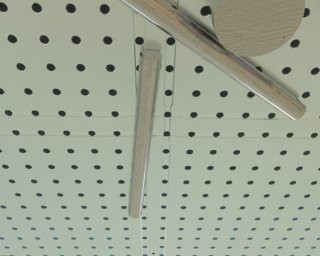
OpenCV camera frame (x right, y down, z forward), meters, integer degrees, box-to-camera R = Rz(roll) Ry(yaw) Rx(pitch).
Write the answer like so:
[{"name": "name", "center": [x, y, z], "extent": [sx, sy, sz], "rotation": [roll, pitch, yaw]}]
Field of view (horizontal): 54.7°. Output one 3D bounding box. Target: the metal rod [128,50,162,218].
[{"name": "metal rod", "center": [-0.027, 0.032, 0.438], "extent": [0.025, 0.025, 0.298], "rotation": [5, 130, -5]}]

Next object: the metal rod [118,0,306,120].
[{"name": "metal rod", "center": [0.053, -0.087, 0.338], "extent": [0.301, 0.025, 0.025], "rotation": [28, 124, -23]}]

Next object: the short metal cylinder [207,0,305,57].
[{"name": "short metal cylinder", "center": [0.089, -0.116, 0.298], "extent": [0.081, 0.050, 0.079], "rotation": [0, 130, 0]}]
